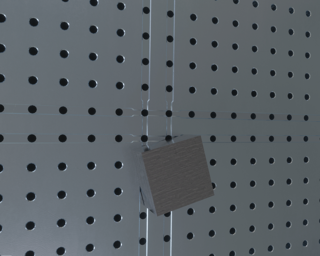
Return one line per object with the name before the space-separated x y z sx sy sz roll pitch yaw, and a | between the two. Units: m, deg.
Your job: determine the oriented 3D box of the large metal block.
large metal block | 0.016 0.058 0.405 0.081 0.050 0.080 -15 95 -19
